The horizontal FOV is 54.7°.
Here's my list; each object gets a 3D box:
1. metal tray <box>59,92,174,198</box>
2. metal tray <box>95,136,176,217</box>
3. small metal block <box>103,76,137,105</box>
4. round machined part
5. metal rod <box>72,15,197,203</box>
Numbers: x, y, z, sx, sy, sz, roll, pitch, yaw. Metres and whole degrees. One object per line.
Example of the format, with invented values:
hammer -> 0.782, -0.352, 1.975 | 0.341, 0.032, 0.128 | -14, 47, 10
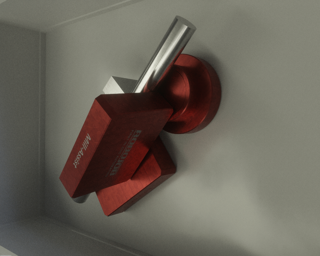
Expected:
metal tray -> -0.050, 0.019, 0.353 | 0.030, 0.091, 0.129 | 49, 125, 25
metal tray -> -0.047, 0.056, 0.438 | 0.129, 0.030, 0.090 | -42, 65, 31
small metal block -> -0.041, -0.042, 0.420 | 0.025, 0.050, 0.050 | -52, 60, 27
round machined part -> 0.020, -0.041, 0.375 | 0.098, 0.042, 0.097 | 0, 90, 39
metal rod -> -0.048, -0.002, 0.391 | 0.025, 0.025, 0.298 | 52, 124, 27
